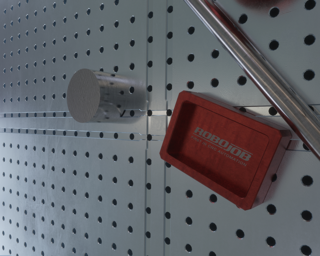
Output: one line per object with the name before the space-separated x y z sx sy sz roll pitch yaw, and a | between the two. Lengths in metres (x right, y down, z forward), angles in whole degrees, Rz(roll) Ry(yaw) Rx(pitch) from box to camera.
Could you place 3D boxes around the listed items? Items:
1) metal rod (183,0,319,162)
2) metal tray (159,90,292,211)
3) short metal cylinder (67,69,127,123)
metal rod | 0.105 -0.057 0.322 0.025 0.025 0.299 -47 62 30
metal tray | 0.066 0.020 0.351 0.130 0.030 0.089 28 108 36
short metal cylinder | -0.097 -0.047 0.473 0.080 0.050 0.079 0 90 40
